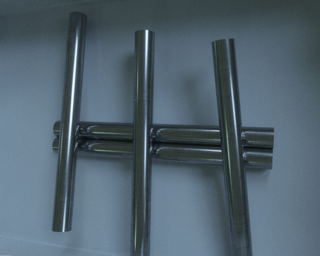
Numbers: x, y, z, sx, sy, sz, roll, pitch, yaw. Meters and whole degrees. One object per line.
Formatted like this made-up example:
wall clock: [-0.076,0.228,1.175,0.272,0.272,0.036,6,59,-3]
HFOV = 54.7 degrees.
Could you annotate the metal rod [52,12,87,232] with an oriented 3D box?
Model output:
metal rod: [-0.123,-0.014,0.426,0.025,0.025,0.298,-1,81,19]

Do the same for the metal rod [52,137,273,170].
metal rod: [-0.010,0.031,0.412,0.301,0.025,0.025,2,91,19]

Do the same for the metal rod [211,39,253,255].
metal rod: [0.086,0.052,0.355,0.025,0.025,0.298,-4,97,19]

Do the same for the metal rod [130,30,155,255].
metal rod: [-0.022,0.030,0.390,0.025,0.025,0.298,2,91,19]

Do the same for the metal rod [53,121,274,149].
metal rod: [-0.009,0.007,0.412,0.301,0.025,0.025,2,91,19]
